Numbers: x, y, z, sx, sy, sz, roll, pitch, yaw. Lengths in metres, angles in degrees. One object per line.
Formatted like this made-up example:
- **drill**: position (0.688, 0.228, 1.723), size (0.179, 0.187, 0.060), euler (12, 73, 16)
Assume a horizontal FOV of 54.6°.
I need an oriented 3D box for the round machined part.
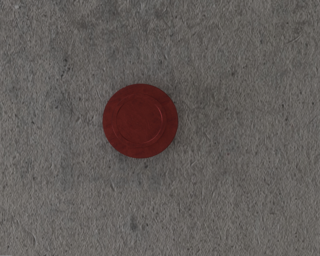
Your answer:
- **round machined part**: position (-0.026, -0.009, 0.401), size (0.099, 0.042, 0.097), euler (0, 90, 0)
